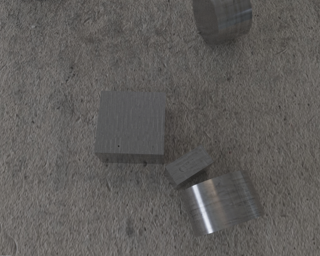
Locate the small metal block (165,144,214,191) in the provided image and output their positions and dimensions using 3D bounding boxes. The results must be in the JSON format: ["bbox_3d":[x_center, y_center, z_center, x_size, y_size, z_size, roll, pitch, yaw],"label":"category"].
[{"bbox_3d":[0.034,0.050,0.377,0.050,0.050,0.025,-31,73,-11],"label":"small metal block"}]

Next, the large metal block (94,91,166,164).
[{"bbox_3d":[-0.034,0.001,0.394,0.080,0.050,0.080,2,70,0],"label":"large metal block"}]

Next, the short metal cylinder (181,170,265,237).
[{"bbox_3d":[0.069,0.085,0.348,0.081,0.080,0.050,-16,71,-6],"label":"short metal cylinder"}]

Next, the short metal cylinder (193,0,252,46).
[{"bbox_3d":[0.087,-0.163,0.439,0.050,0.080,0.080,-22,72,-8],"label":"short metal cylinder"}]
